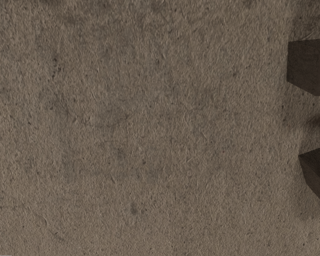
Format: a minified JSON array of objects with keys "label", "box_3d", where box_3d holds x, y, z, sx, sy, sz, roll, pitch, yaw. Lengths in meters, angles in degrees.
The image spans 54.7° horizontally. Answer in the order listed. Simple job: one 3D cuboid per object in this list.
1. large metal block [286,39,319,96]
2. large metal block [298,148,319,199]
[{"label":"large metal block","box_3d":[0.203,-0.074,0.356,0.080,0.080,0.050,-5,110,1]},{"label":"large metal block","box_3d":[0.243,0.060,0.406,0.080,0.080,0.050,-21,109,7]}]
